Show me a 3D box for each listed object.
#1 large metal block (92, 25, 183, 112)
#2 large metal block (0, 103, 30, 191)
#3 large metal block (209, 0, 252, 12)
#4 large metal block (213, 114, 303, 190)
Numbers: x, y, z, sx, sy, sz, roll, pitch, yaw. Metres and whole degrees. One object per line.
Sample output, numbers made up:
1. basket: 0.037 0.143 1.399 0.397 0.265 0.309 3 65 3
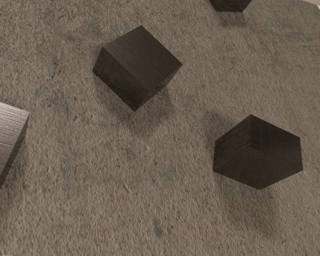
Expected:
1. large metal block: -0.030 -0.082 0.423 0.080 0.050 0.080 44 51 2
2. large metal block: -0.177 0.016 0.283 0.080 0.050 0.080 21 54 -17
3. large metal block: 0.141 -0.290 0.644 0.081 0.050 0.080 -13 69 -34
4. large metal block: 0.129 0.036 0.419 0.080 0.080 0.050 23 53 -15
